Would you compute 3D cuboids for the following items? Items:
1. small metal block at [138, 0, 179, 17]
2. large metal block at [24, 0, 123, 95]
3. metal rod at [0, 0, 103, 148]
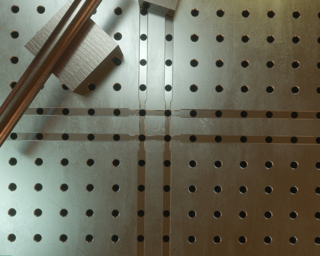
[{"bbox_3d":[0.003,-0.184,0.413,0.050,0.025,0.050,18,90,-1],"label":"small metal block"},{"bbox_3d":[-0.107,-0.100,0.399,0.080,0.050,0.080,44,90,-1],"label":"large metal block"},{"bbox_3d":[-0.134,-0.076,0.361,0.025,0.025,0.299,35,90,-1],"label":"metal rod"}]
